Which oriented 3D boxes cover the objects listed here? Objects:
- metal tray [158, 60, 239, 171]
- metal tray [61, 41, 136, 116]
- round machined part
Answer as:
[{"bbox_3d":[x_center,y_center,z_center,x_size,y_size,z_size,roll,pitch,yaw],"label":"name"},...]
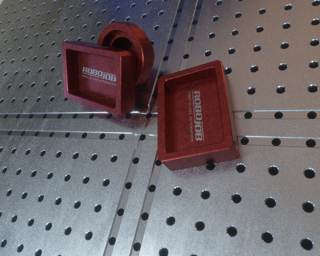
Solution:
[{"bbox_3d":[0.044,-0.018,0.391,0.090,0.030,0.130,-13,56,20],"label":"metal tray"},{"bbox_3d":[-0.094,-0.078,0.465,0.130,0.030,0.089,19,116,35],"label":"metal tray"},{"bbox_3d":[-0.047,-0.108,0.465,0.098,0.042,0.097,15,114,37],"label":"round machined part"}]
